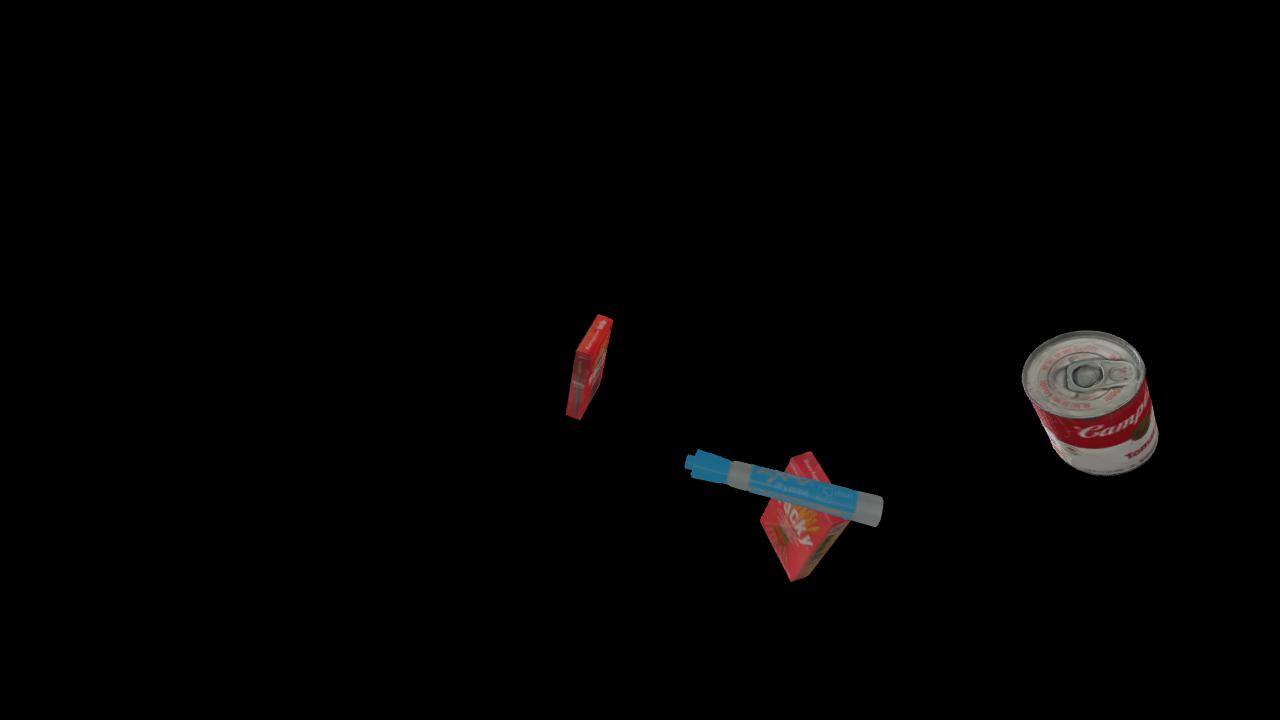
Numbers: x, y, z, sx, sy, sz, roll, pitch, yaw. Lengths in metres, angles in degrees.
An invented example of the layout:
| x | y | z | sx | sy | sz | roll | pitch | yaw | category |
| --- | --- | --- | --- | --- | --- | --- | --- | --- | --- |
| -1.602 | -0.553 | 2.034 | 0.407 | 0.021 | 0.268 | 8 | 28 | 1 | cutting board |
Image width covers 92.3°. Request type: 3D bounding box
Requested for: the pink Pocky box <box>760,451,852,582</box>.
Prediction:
| x | y | z | sx | sy | sz | roll | pitch | yaw | category |
| --- | --- | --- | --- | --- | --- | --- | --- | --- | --- |
| 0.180 | 0.178 | 0.689 | 0.029 | 0.084 | 0.155 | -13 | -37 | -17 | pink Pocky box |

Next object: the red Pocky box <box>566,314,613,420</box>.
| x | y | z | sx | sy | sz | roll | pitch | yaw | category |
| --- | --- | --- | --- | --- | --- | --- | --- | --- | --- |
| -0.075 | 0.014 | 0.906 | 0.028 | 0.083 | 0.155 | 22 | -41 | 6 | red Pocky box |

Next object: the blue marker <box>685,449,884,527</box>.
| x | y | z | sx | sy | sz | roll | pitch | yaw | category |
| --- | --- | --- | --- | --- | --- | --- | --- | --- | --- |
| 0.087 | 0.078 | 0.384 | 0.121 | 0.020 | 0.020 | 13 | 3 | 13 | blue marker |

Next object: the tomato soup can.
| x | y | z | sx | sy | sz | roll | pitch | yaw | category |
| --- | --- | --- | --- | --- | --- | --- | --- | --- | --- |
| 0.321 | 0.034 | 0.437 | 0.068 | 0.068 | 0.101 | 0 | -30 | 45 | tomato soup can |
